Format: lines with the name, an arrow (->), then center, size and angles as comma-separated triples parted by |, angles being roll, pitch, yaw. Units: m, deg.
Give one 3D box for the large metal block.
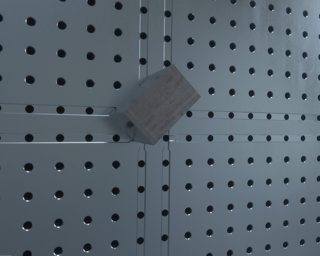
large metal block -> -0.010, -0.027, 0.381 | 0.080, 0.080, 0.050 | -46, 105, -14
